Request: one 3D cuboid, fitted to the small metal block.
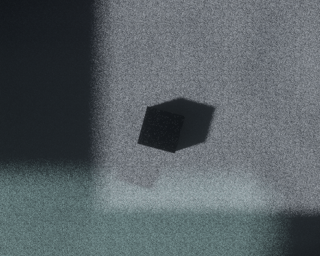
[{"bbox_3d":[0.001,0.002,0.411,0.050,0.025,0.050,15,90,-1],"label":"small metal block"}]
